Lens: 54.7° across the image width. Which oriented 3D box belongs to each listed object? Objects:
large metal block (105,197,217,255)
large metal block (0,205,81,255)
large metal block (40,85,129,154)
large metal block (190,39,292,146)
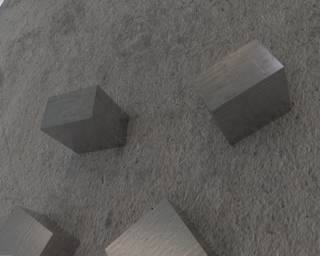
[{"bbox_3d":[0.006,0.130,0.305,0.080,0.050,0.080,-41,51,0],"label":"large metal block"},{"bbox_3d":[-0.159,0.153,0.378,0.080,0.050,0.080,19,72,35],"label":"large metal block"},{"bbox_3d":[-0.100,-0.008,0.426,0.080,0.080,0.050,-11,57,22],"label":"large metal block"},{"bbox_3d":[0.091,-0.036,0.342,0.080,0.080,0.050,-32,52,7],"label":"large metal block"}]
